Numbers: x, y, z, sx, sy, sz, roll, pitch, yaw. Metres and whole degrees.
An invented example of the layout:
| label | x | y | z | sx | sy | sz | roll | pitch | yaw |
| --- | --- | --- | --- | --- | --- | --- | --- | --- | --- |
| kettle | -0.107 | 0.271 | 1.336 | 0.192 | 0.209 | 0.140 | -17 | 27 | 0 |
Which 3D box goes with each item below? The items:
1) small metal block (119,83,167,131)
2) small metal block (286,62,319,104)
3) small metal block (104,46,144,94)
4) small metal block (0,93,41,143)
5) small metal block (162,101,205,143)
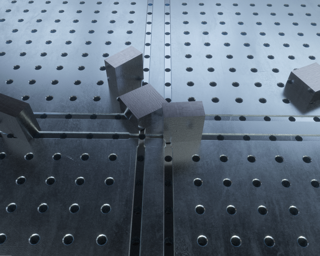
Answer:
| label | x | y | z | sx | sy | sz | roll | pitch | yaw |
| --- | --- | --- | --- | --- | --- | --- | --- | --- | --- |
| small metal block | -0.022 | -0.030 | 0.433 | 0.050 | 0.025 | 0.050 | -27 | 55 | -21 |
| small metal block | 0.231 | -0.069 | 0.468 | 0.050 | 0.025 | 0.050 | -20 | 53 | -17 |
| small metal block | -0.052 | -0.087 | 0.464 | 0.050 | 0.050 | 0.025 | -35 | 59 | -26 |
| small metal block | -0.190 | -0.013 | 0.400 | 0.050 | 0.050 | 0.025 | 19 | 53 | 15 |
| small metal block | 0.029 | -0.007 | 0.398 | 0.050 | 0.050 | 0.025 | -3 | 50 | -3 |
